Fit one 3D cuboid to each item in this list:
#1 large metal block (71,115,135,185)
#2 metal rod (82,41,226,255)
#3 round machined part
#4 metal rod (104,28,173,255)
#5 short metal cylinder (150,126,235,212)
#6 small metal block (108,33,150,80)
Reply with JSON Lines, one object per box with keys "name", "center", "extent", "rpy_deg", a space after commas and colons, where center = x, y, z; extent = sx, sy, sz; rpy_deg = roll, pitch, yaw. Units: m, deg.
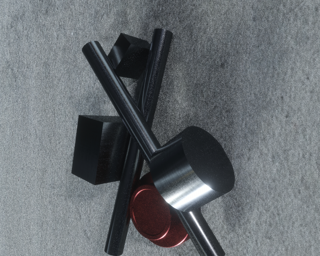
{"name": "large metal block", "center": [-0.068, 0.027, 0.424], "extent": [0.050, 0.081, 0.079], "rpy_deg": [15, 100, 39]}
{"name": "metal rod", "center": [-0.015, 0.019, 0.372], "extent": [0.025, 0.025, 0.299], "rpy_deg": [-39, 75, 33]}
{"name": "round machined part", "center": [0.000, 0.103, 0.395], "extent": [0.098, 0.042, 0.097], "rpy_deg": [0, 90, 39]}
{"name": "metal rod", "center": [-0.029, 0.020, 0.408], "extent": [0.025, 0.025, 0.298], "rpy_deg": [15, 93, 38]}
{"name": "short metal cylinder", "center": [0.036, 0.045, 0.340], "extent": [0.050, 0.081, 0.080], "rpy_deg": [-39, 67, 33]}
{"name": "small metal block", "center": [-0.041, -0.096, 0.421], "extent": [0.050, 0.050, 0.025], "rpy_deg": [-52, 60, 27]}
